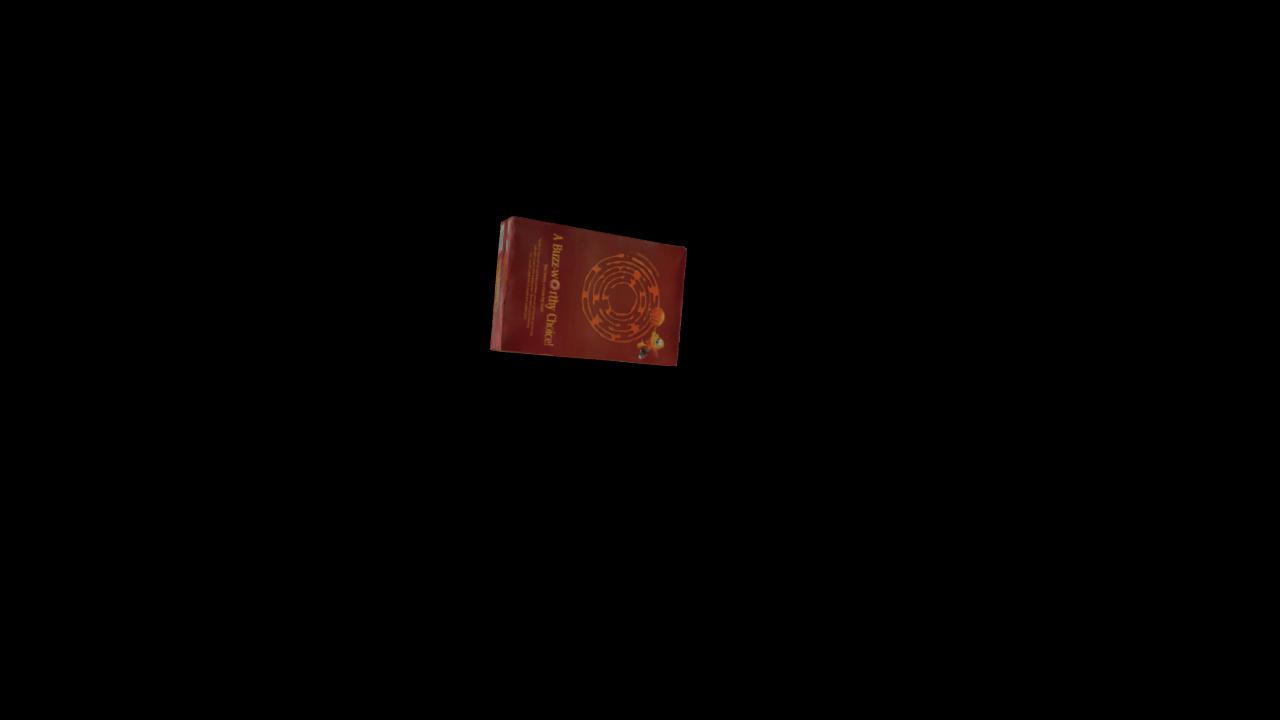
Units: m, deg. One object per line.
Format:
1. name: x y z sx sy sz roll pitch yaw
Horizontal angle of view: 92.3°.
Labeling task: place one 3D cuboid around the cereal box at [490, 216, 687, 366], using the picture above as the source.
1. cereal box: -0.076 -0.101 0.989 0.306 0.203 0.081 4 0 -27
